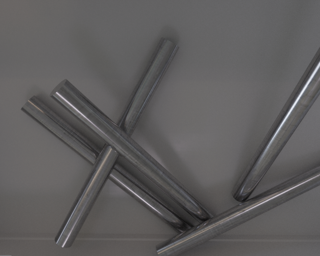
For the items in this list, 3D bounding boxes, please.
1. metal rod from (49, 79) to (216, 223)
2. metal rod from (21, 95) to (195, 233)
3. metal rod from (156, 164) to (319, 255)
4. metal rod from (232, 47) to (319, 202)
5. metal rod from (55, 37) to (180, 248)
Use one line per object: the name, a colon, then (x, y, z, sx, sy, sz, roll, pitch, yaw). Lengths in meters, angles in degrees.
metal rod: (-0.013, 0.051, 0.395, 0.025, 0.025, 0.300, -38, 119, 13)
metal rod: (-0.061, 0.064, 0.434, 0.300, 0.025, 0.025, 42, 105, -14)
metal rod: (0.134, 0.109, 0.431, 0.301, 0.025, 0.025, -27, 108, 1)
metal rod: (0.149, -0.012, 0.355, 0.025, 0.025, 0.298, 13, 130, -5)
metal rod: (-0.059, 0.025, 0.397, 0.025, 0.025, 0.299, 28, 99, -10)
